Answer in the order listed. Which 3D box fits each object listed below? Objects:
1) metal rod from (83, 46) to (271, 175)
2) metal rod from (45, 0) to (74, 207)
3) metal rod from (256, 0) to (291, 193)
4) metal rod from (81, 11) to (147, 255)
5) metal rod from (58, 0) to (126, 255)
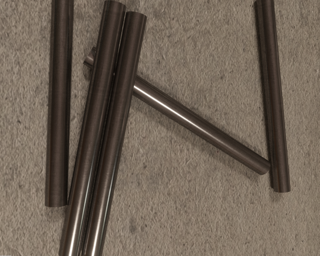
[{"bbox_3d":[0.035,-0.014,0.423,0.301,0.025,0.025,31,80,-18],"label":"metal rod"},{"bbox_3d":[-0.118,-0.059,0.365,0.025,0.025,0.298,2,89,-20],"label":"metal rod"},{"bbox_3d":[0.174,-0.051,0.475,0.025,0.025,0.298,-7,93,-20],"label":"metal rod"},{"bbox_3d":[-0.056,0.014,0.371,0.025,0.025,0.298,10,93,-20],"label":"metal rod"},{"bbox_3d":[-0.080,0.005,0.362,0.025,0.025,0.298,10,93,-20],"label":"metal rod"}]
